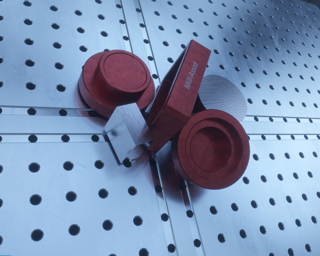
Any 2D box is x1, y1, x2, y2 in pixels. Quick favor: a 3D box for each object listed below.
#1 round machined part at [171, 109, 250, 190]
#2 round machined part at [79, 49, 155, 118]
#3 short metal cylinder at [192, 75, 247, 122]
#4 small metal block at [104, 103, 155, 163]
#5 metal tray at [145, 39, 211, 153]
[{"bbox_3d":[0.060,0.028,0.393,0.099,0.042,0.097,2,82,-18],"label":"round machined part"},{"bbox_3d":[-0.051,-0.062,0.402,0.099,0.042,0.098,14,56,-21],"label":"round machined part"},{"bbox_3d":[0.077,-0.030,0.447,0.081,0.050,0.080,14,56,-21],"label":"short metal cylinder"},{"bbox_3d":[-0.037,0.006,0.363,0.025,0.050,0.050,-16,71,-35],"label":"small metal block"},{"bbox_3d":[0.018,-0.041,0.396,0.030,0.090,0.130,29,52,-10],"label":"metal tray"}]
